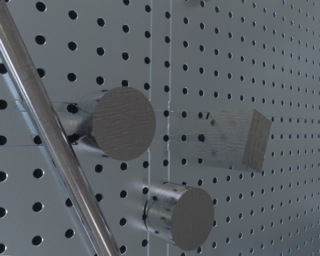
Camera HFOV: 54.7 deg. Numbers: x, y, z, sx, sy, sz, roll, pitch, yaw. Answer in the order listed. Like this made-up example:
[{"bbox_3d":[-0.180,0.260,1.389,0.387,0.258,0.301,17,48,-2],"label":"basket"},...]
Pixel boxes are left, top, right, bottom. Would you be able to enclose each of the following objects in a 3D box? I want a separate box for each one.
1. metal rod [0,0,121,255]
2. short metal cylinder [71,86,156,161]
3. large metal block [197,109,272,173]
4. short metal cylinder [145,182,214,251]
[{"bbox_3d":[-0.107,0.015,0.319,0.025,0.025,0.298,-32,110,-35],"label":"metal rod"},{"bbox_3d":[-0.052,-0.005,0.350,0.081,0.050,0.079,0,90,-40],"label":"short metal cylinder"},{"bbox_3d":[0.112,0.019,0.468,0.050,0.080,0.080,27,73,-37],"label":"large metal block"},{"bbox_3d":[0.028,0.117,0.417,0.081,0.050,0.079,-1,91,-40],"label":"short metal cylinder"}]
